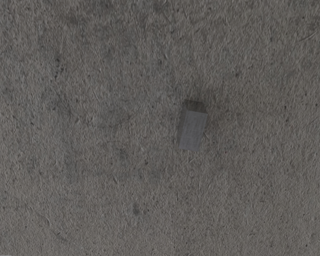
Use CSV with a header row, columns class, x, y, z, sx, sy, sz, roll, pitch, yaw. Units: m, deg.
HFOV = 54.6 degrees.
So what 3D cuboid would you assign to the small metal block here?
class,x,y,z,sx,sy,sz,roll,pitch,yaw
small metal block,0.040,-0.004,0.395,0.025,0.050,0.050,10,110,-4
